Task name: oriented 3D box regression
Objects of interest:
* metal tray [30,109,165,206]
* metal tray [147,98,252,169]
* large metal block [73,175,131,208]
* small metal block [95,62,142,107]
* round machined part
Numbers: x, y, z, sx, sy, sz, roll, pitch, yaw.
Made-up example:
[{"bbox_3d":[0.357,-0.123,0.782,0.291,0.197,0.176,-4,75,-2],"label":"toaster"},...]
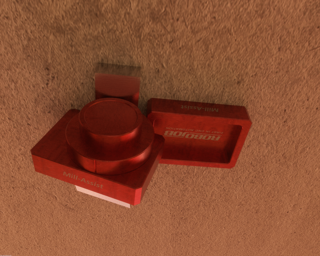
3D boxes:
[{"bbox_3d":[-0.069,0.029,0.368,0.131,0.090,0.030,17,131,9],"label":"metal tray"},{"bbox_3d":[0.045,0.010,0.414,0.131,0.030,0.089,5,130,-5],"label":"metal tray"},{"bbox_3d":[-0.070,0.057,0.415,0.080,0.050,0.080,16,144,9],"label":"large metal block"},{"bbox_3d":[-0.050,-0.048,0.368,0.050,0.025,0.050,5,130,-5],"label":"small metal block"},{"bbox_3d":[-0.055,0.002,0.347,0.099,0.098,0.042,5,130,-5],"label":"round machined part"}]
